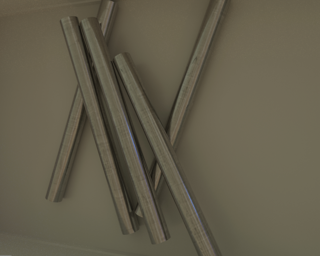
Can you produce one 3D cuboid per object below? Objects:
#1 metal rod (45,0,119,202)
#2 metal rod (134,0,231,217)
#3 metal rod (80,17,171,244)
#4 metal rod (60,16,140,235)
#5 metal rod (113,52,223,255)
[{"bbox_3d":[-0.115,-0.035,0.451,0.025,0.025,0.298,20,96,19],"label":"metal rod"},{"bbox_3d":[0.027,-0.024,0.400,0.025,0.025,0.298,22,97,18],"label":"metal rod"},{"bbox_3d":[-0.047,-0.002,0.399,0.025,0.025,0.299,-21,83,19],"label":"metal rod"},{"bbox_3d":[-0.081,-0.002,0.421,0.025,0.025,0.298,-16,91,19],"label":"metal rod"},{"bbox_3d":[0.009,0.039,0.377,0.025,0.025,0.299,-29,76,18],"label":"metal rod"}]
